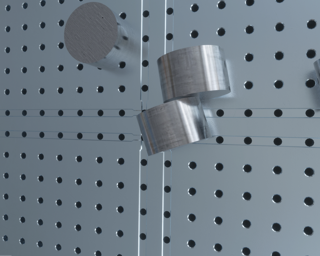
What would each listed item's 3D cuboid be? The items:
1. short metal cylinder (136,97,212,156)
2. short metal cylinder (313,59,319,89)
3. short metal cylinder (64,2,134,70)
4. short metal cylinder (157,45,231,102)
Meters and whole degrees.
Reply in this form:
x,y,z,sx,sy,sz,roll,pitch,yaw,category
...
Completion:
x,y,z,sx,sy,sz,roll,pitch,yaw,category
0.017,-0.001,0.377,0.080,0.080,0.050,-19,84,19,short metal cylinder
0.204,-0.053,0.312,0.080,0.080,0.050,-14,86,19,short metal cylinder
-0.083,-0.125,0.427,0.080,0.050,0.079,0,90,19,short metal cylinder
0.040,-0.061,0.369,0.080,0.080,0.050,-10,87,19,short metal cylinder
